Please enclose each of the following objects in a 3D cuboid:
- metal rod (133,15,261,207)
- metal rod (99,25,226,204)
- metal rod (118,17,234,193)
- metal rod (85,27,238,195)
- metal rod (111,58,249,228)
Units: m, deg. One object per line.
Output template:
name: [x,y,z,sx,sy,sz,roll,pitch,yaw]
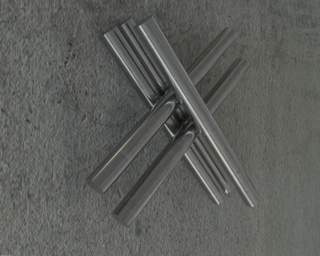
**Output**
metal rod: [0.060,-0.003,0.393,0.025,0.025,0.299,-51,120,-28]
metal rod: [0.016,-0.001,0.422,0.025,0.025,0.299,-50,120,-29]
metal rod: [0.032,-0.015,0.435,0.025,0.025,0.299,-50,120,-29]
metal rod: [0.019,-0.040,0.391,0.301,0.025,0.025,-49,120,-29]
metal rod: [0.042,0.001,0.411,0.301,0.025,0.025,-49,120,-29]
